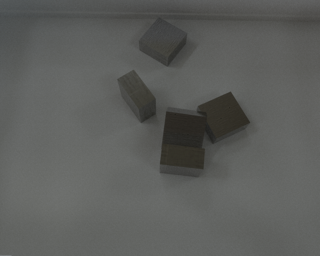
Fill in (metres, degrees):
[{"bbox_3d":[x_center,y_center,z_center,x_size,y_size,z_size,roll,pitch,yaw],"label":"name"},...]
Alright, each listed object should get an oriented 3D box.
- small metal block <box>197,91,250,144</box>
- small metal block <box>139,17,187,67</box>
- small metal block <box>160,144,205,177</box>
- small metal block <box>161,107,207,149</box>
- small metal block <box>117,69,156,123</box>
[{"bbox_3d":[0.083,-0.014,0.416,0.050,0.025,0.050,-24,72,-9],"label":"small metal block"},{"bbox_3d":[0.005,-0.127,0.456,0.050,0.025,0.050,33,73,11],"label":"small metal block"},{"bbox_3d":[0.026,0.041,0.382,0.050,0.050,0.025,6,70,2],"label":"small metal block"},{"bbox_3d":[0.031,0.003,0.396,0.050,0.025,0.050,8,107,3],"label":"small metal block"},{"bbox_3d":[-0.030,-0.041,0.411,0.025,0.050,0.050,-33,74,-11],"label":"small metal block"}]
